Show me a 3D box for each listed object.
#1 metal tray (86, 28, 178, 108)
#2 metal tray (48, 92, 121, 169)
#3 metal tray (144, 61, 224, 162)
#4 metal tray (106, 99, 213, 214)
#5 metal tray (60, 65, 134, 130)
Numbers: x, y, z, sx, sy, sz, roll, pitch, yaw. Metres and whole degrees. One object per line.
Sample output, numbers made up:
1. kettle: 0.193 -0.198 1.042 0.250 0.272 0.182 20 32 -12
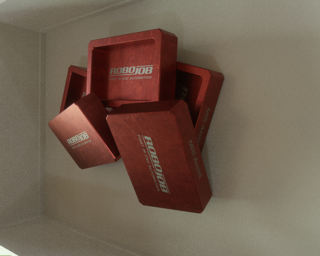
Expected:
1. metal tray: -0.040 -0.070 0.393 0.130 0.030 0.089 5 93 39
2. metal tray: -0.104 0.010 0.441 0.130 0.030 0.090 -19 108 54
3. metal tray: 0.017 -0.016 0.385 0.090 0.030 0.129 24 105 37
4. metal tray: 0.001 0.034 0.357 0.090 0.030 0.129 -2 118 34
5. metal tray: -0.101 -0.039 0.480 0.130 0.030 0.089 25 106 37
